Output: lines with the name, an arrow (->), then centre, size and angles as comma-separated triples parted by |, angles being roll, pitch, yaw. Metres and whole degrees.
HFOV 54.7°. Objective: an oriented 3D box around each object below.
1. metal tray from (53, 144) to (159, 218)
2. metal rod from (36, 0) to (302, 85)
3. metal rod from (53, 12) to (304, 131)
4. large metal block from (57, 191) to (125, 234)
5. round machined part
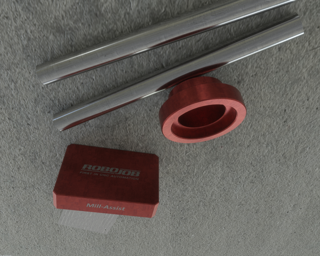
metal tray -> -0.068, 0.070, 0.423 | 0.131, 0.090, 0.030 | 8, 130, -7
metal rod -> 0.008, -0.100, 0.322 | 0.301, 0.025, 0.025 | -16, 129, 12
metal rod -> 0.007, -0.057, 0.358 | 0.301, 0.025, 0.025 | -20, 128, 16
large metal block -> -0.107, 0.118, 0.490 | 0.081, 0.050, 0.079 | 18, 128, -15
round machined part -> 0.047, -0.023, 0.362 | 0.099, 0.042, 0.098 | -9, 151, -5
